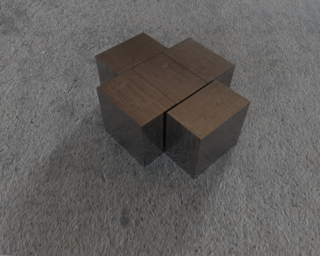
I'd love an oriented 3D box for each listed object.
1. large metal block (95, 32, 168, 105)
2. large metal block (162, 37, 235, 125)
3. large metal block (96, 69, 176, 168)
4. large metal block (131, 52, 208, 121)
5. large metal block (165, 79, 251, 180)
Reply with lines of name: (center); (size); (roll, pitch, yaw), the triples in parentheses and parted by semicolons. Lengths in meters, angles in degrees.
large metal block: (-0.036, -0.073, 0.430); (0.080, 0.080, 0.050); (-35, 59, -26)
large metal block: (0.048, -0.063, 0.423); (0.050, 0.080, 0.080); (-35, 59, -26)
large metal block: (-0.028, -0.011, 0.379); (0.050, 0.080, 0.080); (-35, 59, -26)
large metal block: (0.010, -0.037, 0.401); (0.050, 0.080, 0.080); (-35, 59, -26)
large metal block: (0.054, 0.002, 0.368); (0.080, 0.080, 0.050); (-35, 59, -26)
